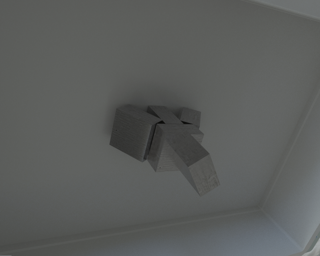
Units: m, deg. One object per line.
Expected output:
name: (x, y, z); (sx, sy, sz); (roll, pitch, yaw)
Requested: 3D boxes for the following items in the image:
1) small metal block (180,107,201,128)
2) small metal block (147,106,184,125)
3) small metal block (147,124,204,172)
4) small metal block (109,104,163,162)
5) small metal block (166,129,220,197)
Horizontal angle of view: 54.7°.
small metal block: (0.034, 0.006, 0.410); (0.025, 0.050, 0.050); (16, 115, 2)
small metal block: (0.001, 0.005, 0.393); (0.025, 0.050, 0.050); (1, 118, -29)
small metal block: (0.018, 0.023, 0.364); (0.050, 0.025, 0.050); (1, 118, -29)
small metal block: (-0.030, 0.006, 0.374); (0.025, 0.050, 0.050); (-27, 138, -56)
small metal block: (0.036, 0.037, 0.335); (0.025, 0.050, 0.050); (-31, 128, -8)
